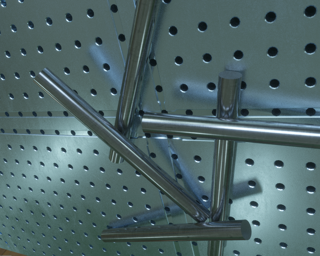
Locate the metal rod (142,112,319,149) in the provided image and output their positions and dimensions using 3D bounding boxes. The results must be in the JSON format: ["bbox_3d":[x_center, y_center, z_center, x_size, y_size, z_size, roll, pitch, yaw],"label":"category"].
[{"bbox_3d":[0.127,0.006,0.323,0.301,0.025,0.025,5,121,16],"label":"metal rod"}]

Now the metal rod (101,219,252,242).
[{"bbox_3d":[0.004,0.167,0.490,0.299,0.025,0.025,-20,108,42],"label":"metal rod"}]

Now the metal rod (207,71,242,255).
[{"bbox_3d":[0.081,0.070,0.410,0.025,0.025,0.298,11,123,22],"label":"metal rod"}]

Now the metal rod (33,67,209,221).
[{"bbox_3d":[-0.043,0.032,0.423,0.300,0.025,0.025,43,130,-14],"label":"metal rod"}]

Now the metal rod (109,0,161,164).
[{"bbox_3d":[-0.032,-0.070,0.383,0.025,0.025,0.298,25,127,12],"label":"metal rod"}]
